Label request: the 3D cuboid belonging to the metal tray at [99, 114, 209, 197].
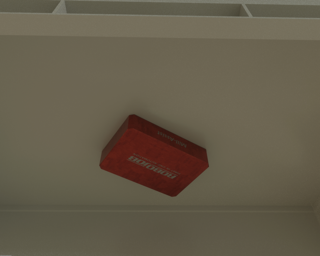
[{"bbox_3d":[-0.008,0.044,0.444,0.131,0.030,0.090,26,125,-21],"label":"metal tray"}]
